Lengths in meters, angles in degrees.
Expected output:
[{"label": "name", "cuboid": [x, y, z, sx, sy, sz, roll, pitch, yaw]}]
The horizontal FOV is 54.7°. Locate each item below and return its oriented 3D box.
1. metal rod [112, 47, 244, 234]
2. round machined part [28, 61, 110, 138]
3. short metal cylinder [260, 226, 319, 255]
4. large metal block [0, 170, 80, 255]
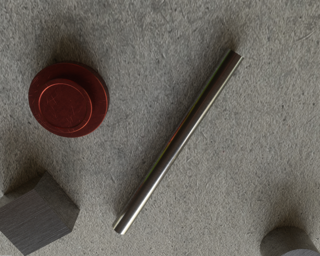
[{"label": "metal rod", "cuboid": [0.016, 0.029, 0.420, 0.025, 0.025, 0.298, 29, 107, -11]}, {"label": "round machined part", "cuboid": [-0.115, -0.032, 0.387, 0.099, 0.042, 0.097, 0, 110, -1]}, {"label": "short metal cylinder", "cuboid": [0.201, 0.199, 0.473, 0.081, 0.050, 0.079, 0, 110, -1]}, {"label": "large metal block", "cuboid": [-0.176, 0.120, 0.438, 0.080, 0.050, 0.080, -29, 108, 10]}]
